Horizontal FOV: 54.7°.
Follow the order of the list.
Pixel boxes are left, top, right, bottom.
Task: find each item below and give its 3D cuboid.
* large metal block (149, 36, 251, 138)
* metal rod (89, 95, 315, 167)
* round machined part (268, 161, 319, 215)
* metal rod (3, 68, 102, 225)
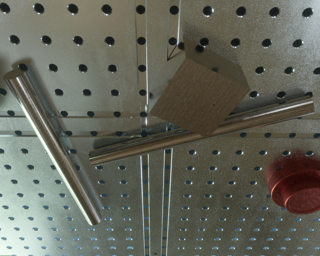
[{"bbox_3d":[0.042,-0.044,0.358,0.080,0.050,0.080,22,127,-18],"label":"large metal block"},{"bbox_3d":[0.046,0.007,0.418,0.301,0.025,0.025,-14,129,11],"label":"metal rod"},{"bbox_3d":[0.226,0.099,0.487,0.099,0.042,0.097,0,130,0],"label":"round machined part"},{"bbox_3d":[-0.141,0.049,0.451,0.025,0.025,0.298,-8,130,6],"label":"metal rod"}]
